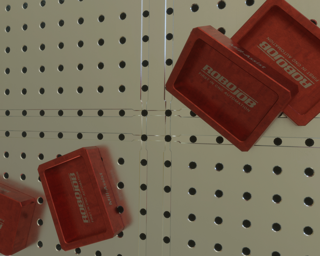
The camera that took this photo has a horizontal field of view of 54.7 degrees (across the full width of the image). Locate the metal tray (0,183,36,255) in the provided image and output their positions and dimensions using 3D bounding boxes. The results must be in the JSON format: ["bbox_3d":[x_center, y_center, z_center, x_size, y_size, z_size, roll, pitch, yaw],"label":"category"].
[{"bbox_3d":[-0.272,0.139,0.504,0.130,0.030,0.089,16,95,18],"label":"metal tray"}]

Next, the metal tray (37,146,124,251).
[{"bbox_3d":[-0.116,0.101,0.449,0.090,0.030,0.129,-22,83,18],"label":"metal tray"}]

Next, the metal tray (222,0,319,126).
[{"bbox_3d":[0.147,-0.076,0.357,0.090,0.030,0.130,-47,76,13],"label":"metal tray"}]

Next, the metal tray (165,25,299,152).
[{"bbox_3d":[0.077,-0.046,0.359,0.130,0.030,0.089,41,129,18],"label":"metal tray"}]
